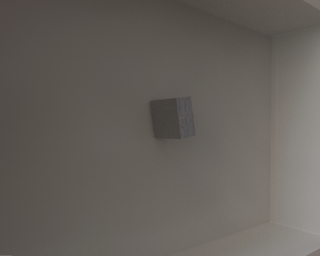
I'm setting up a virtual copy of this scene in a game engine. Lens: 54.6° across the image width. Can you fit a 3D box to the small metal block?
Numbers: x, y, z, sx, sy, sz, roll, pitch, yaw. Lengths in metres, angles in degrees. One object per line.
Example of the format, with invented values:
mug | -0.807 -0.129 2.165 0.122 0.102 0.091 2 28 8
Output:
small metal block | 0.016 -0.013 0.398 0.025 0.050 0.050 -11 97 -39
